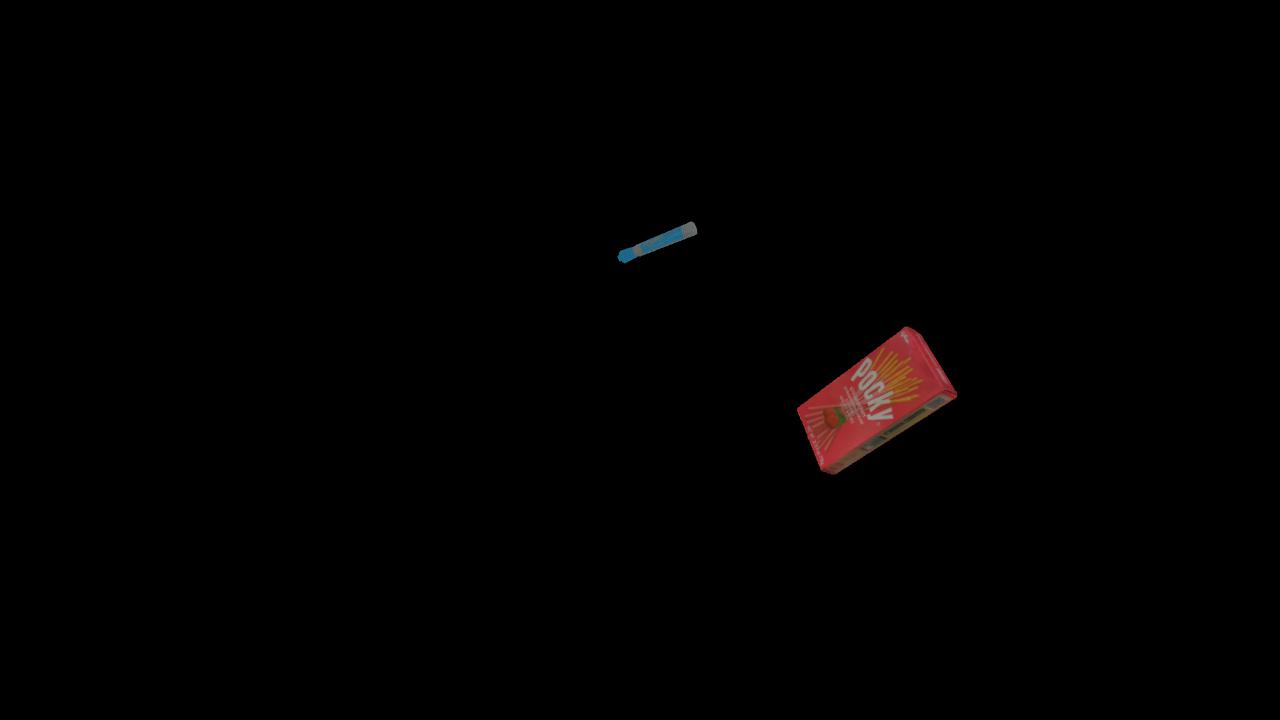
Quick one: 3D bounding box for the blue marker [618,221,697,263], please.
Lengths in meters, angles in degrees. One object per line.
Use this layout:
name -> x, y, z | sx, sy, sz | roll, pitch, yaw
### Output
blue marker -> 0.021, -0.159, 0.842 | 0.121, 0.020, 0.020 | -17, -8, 28

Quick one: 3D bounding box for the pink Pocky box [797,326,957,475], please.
pink Pocky box -> 0.237, 0.044, 0.636 | 0.029, 0.084, 0.155 | 20, -49, -33
